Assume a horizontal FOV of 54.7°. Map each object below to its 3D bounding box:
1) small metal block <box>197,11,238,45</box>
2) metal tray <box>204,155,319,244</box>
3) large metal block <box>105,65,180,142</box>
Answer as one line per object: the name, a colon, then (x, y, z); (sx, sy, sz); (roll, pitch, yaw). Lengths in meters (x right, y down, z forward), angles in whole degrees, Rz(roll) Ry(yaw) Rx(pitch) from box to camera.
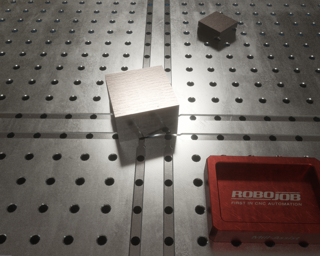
small metal block: (0.104, -0.183, 0.563); (0.050, 0.025, 0.050); (-36, 59, -27)
metal tray: (0.118, 0.076, 0.341); (0.131, 0.030, 0.090); (1, 50, 0)
large metal block: (-0.025, -0.035, 0.420); (0.081, 0.050, 0.080); (-12, 51, -10)
